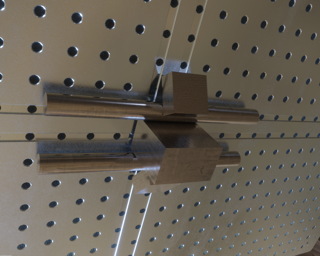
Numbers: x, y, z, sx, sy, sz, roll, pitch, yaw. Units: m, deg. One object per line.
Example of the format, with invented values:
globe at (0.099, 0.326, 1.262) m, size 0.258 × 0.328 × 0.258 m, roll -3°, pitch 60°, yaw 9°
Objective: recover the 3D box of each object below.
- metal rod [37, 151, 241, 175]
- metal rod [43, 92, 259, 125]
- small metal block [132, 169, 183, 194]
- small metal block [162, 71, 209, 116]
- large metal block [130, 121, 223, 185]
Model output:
metal rod at (-0.009, 0.046, 0.431) m, size 0.303 × 0.025 × 0.025 m, roll 2°, pitch 118°, yaw -30°
metal rod at (0.011, -0.021, 0.399) m, size 0.303 × 0.025 × 0.025 m, roll 2°, pitch 118°, yaw -30°
small metal block at (-0.005, 0.073, 0.434) m, size 0.050 × 0.025 × 0.050 m, roll 2°, pitch 155°, yaw -30°
small metal block at (0.031, -0.040, 0.384) m, size 0.050 × 0.025 × 0.050 m, roll 1°, pitch 84°, yaw -29°
large metal block at (0.019, 0.025, 0.396) m, size 0.081 × 0.080 × 0.050 m, roll 2°, pitch 118°, yaw -29°
